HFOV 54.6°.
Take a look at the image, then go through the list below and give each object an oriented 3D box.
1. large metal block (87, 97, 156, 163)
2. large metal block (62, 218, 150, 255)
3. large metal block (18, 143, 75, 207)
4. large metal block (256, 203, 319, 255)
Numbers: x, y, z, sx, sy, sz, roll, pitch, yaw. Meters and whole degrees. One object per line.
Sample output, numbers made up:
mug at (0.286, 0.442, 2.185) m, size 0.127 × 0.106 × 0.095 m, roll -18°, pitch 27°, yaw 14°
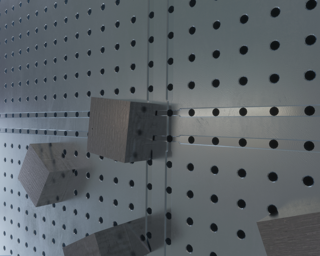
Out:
large metal block at (-0.056, 0.000, 0.441) m, size 0.080 × 0.050 × 0.080 m, roll 10°, pitch 97°, yaw 39°
large metal block at (-0.076, 0.173, 0.437) m, size 0.080 × 0.081 × 0.050 m, roll -34°, pitch 69°, yaw 35°
large metal block at (-0.210, 0.083, 0.568) m, size 0.080 × 0.050 × 0.080 m, roll 42°, pitch 115°, yaw 32°
large metal block at (0.145, 0.112, 0.274) m, size 0.080 × 0.050 × 0.080 m, roll -25°, pitch 75°, yaw 37°
